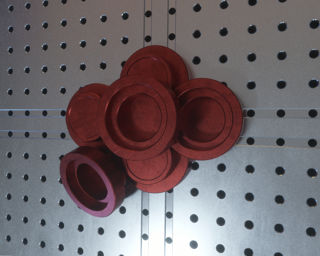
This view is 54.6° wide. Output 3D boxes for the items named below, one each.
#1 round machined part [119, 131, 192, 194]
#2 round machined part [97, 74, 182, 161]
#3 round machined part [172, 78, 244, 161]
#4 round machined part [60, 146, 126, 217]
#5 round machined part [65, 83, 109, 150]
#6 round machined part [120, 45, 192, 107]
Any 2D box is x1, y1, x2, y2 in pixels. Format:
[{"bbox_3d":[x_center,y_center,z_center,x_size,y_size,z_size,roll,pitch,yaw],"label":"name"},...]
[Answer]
[{"bbox_3d":[-0.010,0.038,0.407,0.098,0.042,0.097,0,90,20],"label":"round machined part"},{"bbox_3d":[-0.021,-0.012,0.366,0.098,0.042,0.097,0,90,20],"label":"round machined part"},{"bbox_3d":[0.054,-0.010,0.384,0.098,0.042,0.097,0,90,20],"label":"round machined part"},{"bbox_3d":[-0.085,0.068,0.420,0.098,0.042,0.097,15,120,28],"label":"round machined part"},{"bbox_3d":[-0.092,-0.014,0.437,0.098,0.042,0.097,0,90,20],"label":"round machined part"},{"bbox_3d":[-0.010,-0.060,0.408,0.098,0.042,0.097,0,90,20],"label":"round machined part"}]
